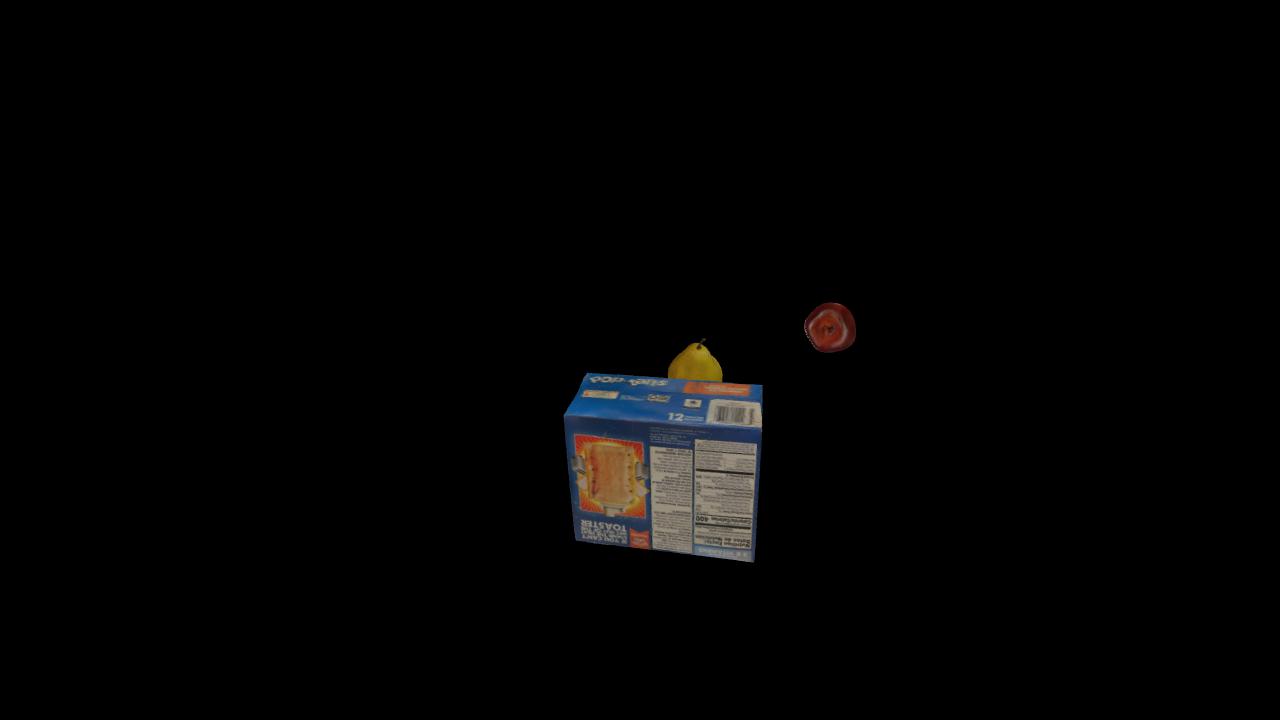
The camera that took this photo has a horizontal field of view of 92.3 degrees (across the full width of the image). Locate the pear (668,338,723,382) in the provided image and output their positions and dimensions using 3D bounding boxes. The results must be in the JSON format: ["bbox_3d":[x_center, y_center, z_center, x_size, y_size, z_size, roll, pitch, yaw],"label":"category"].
[{"bbox_3d":[0.077,0.007,0.883,0.080,0.080,0.111,0,-39,13],"label":"pear"}]

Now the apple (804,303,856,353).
[{"bbox_3d":[0.296,-0.050,0.952,0.079,0.079,0.093,0,7,20],"label":"apple"}]

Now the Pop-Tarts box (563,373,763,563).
[{"bbox_3d":[0.025,0.095,0.563,0.167,0.141,0.083,4,26,12],"label":"Pop-Tarts box"}]
